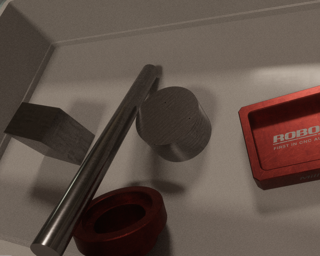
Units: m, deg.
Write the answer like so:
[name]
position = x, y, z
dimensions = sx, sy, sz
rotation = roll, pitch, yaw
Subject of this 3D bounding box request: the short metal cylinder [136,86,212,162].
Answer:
[short metal cylinder]
position = 0.017, -0.004, 0.382
dimensions = 0.080, 0.050, 0.080
rotation = -13, 56, 20

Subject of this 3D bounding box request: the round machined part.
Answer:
[round machined part]
position = -0.040, 0.105, 0.329
dimensions = 0.099, 0.042, 0.098
rotation = -13, 16, 4

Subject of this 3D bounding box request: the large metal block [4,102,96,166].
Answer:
[large metal block]
position = -0.156, 0.009, 0.445
dimensions = 0.080, 0.080, 0.050
rotation = 9, 67, 32

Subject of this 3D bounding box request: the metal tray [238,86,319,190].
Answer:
[metal tray]
position = 0.155, 0.005, 0.317
dimensions = 0.130, 0.030, 0.090
rotation = -16, 55, 18

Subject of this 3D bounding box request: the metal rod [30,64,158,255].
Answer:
[metal rod]
position = -0.051, 0.006, 0.352
dimensions = 0.025, 0.025, 0.301
rotation = -8, 34, 23
